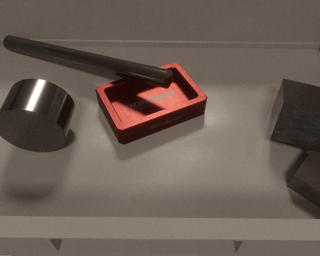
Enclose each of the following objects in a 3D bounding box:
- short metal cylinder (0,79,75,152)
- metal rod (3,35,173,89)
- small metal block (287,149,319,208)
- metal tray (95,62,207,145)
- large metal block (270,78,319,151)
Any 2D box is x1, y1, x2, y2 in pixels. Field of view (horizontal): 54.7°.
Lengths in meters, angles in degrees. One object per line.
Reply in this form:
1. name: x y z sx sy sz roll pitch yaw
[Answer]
1. short metal cylinder: -0.150 -0.014 0.379 0.081 0.080 0.050 2 50 1
2. metal rod: -0.121 -0.104 0.465 0.301 0.025 0.025 17 52 23
3. small metal block: 0.185 0.060 0.357 0.050 0.025 0.050 35 58 25
4. metal tray: -0.012 -0.039 0.433 0.131 0.030 0.090 -21 53 -17
5. large metal block: 0.189 -0.017 0.390 0.080 0.050 0.080 16 33 12
